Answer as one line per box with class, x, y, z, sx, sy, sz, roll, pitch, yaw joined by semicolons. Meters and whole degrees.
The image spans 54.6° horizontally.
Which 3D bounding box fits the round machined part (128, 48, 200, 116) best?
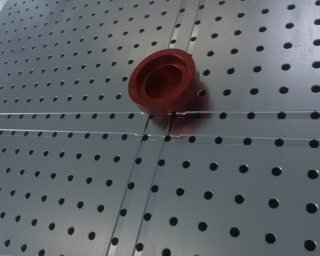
round machined part;0.009;-0.059;0.430;0.098;0.042;0.098;-13;56;21
